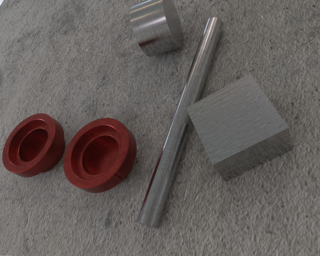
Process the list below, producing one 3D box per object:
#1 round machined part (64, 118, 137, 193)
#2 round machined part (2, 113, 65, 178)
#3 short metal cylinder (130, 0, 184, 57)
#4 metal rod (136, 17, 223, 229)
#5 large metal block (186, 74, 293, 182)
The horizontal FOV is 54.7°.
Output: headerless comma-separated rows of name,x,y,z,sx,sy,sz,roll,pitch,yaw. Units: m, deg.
round machined part,-0.073,0.039,0.408,0.098,0.042,0.098,-13,56,21
round machined part,-0.186,0.030,0.472,0.098,0.042,0.098,-13,56,21
short metal cylinder,-0.003,-0.153,0.464,0.050,0.080,0.080,-13,56,21
metal rod,0.033,-0.023,0.400,0.025,0.025,0.300,6,65,31
large metal block,0.086,0.000,0.343,0.080,0.050,0.080,-28,52,10
